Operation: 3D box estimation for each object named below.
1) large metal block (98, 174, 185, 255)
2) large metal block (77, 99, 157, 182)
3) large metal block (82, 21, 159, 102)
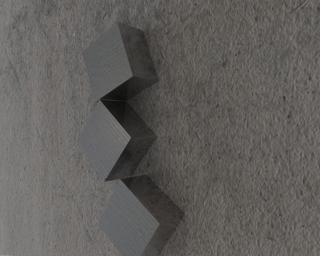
[{"bbox_3d":[-0.027,0.121,0.411,0.080,0.050,0.080,41,115,32],"label":"large metal block"},{"bbox_3d":[-0.063,0.017,0.441,0.080,0.050,0.080,48,118,29],"label":"large metal block"},{"bbox_3d":[-0.057,-0.087,0.436,0.080,0.050,0.080,-27,73,37],"label":"large metal block"}]
